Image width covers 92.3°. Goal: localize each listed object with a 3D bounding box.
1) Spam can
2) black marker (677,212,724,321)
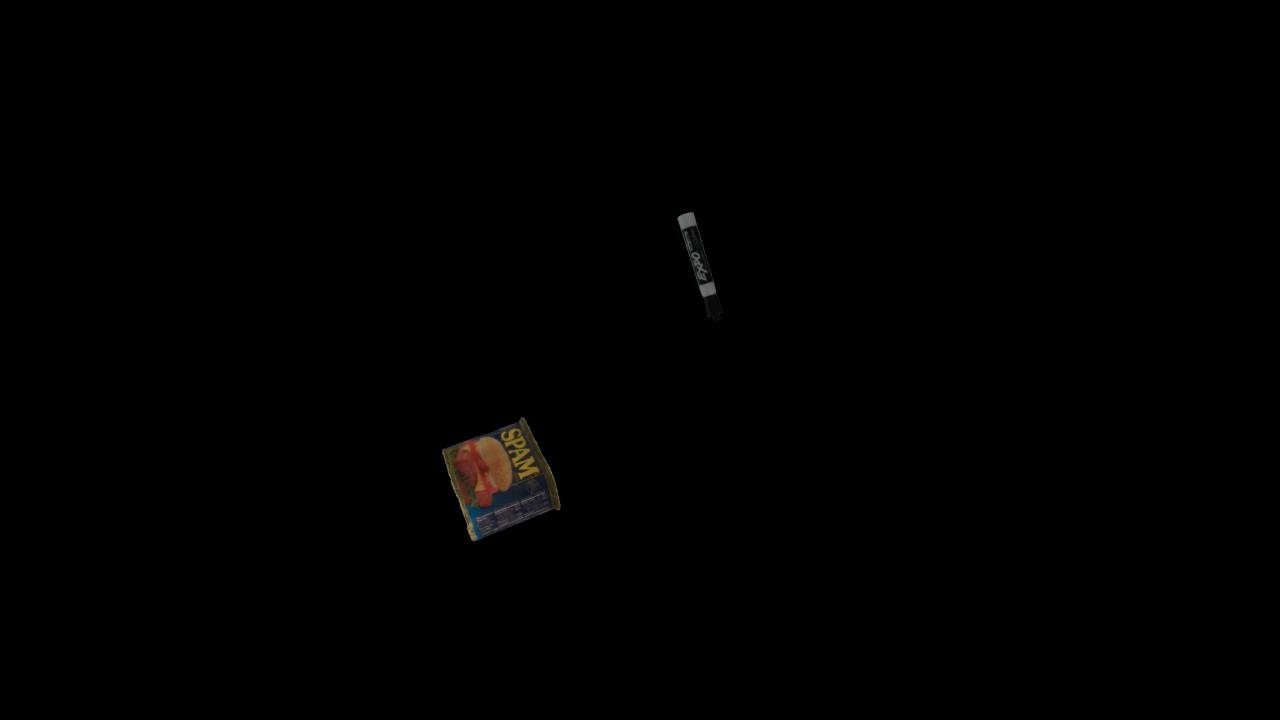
[{"bbox_3d":[-0.133,0.112,0.586,0.085,0.058,0.101,-19,39,-18],"label":"Spam can"},{"bbox_3d":[0.067,-0.101,0.674,0.020,0.121,0.020,-17,0,0],"label":"black marker"}]
